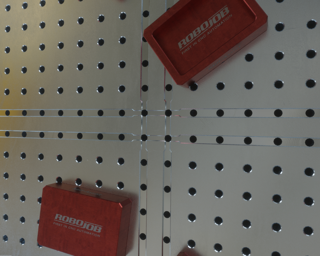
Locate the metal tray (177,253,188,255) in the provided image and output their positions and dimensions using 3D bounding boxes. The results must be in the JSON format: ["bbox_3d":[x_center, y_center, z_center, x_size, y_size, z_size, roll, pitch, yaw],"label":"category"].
[{"bbox_3d":[0.048,0.238,0.392,0.130,0.030,0.090,38,102,15],"label":"metal tray"}]

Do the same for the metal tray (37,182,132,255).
[{"bbox_3d":[-0.111,0.136,0.448,0.130,0.030,0.089,8,93,19],"label":"metal tray"}]

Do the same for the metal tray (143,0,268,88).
[{"bbox_3d":[0.055,-0.124,0.389,0.130,0.030,0.090,-36,79,16],"label":"metal tray"}]
